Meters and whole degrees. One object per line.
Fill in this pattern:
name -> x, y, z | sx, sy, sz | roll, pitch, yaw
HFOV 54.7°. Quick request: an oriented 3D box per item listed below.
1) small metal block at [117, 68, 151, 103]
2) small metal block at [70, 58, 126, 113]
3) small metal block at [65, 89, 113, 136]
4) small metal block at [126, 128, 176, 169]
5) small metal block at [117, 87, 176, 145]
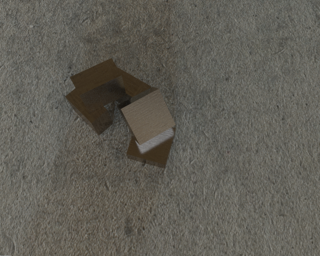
small metal block -> -0.039, -0.047, 0.413 | 0.050, 0.050, 0.025 | 31, 73, 10
small metal block -> -0.070, -0.048, 0.360 | 0.050, 0.050, 0.025 | -28, 73, -10
small metal block -> -0.091, -0.022, 0.403 | 0.025, 0.050, 0.050 | -43, 76, -14
small metal block -> -0.011, 0.020, 0.402 | 0.050, 0.025, 0.050 | 15, 71, 5
small metal block -> -0.017, -0.015, 0.375 | 0.050, 0.025, 0.050 | -30, 110, -11
